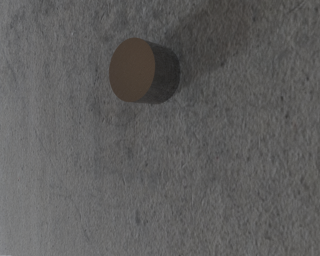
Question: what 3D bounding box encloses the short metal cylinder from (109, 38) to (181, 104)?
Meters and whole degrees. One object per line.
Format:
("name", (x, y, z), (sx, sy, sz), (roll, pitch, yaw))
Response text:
("short metal cylinder", (-0.021, -0.072, 0.404), (0.080, 0.050, 0.079), (0, 90, 39))
